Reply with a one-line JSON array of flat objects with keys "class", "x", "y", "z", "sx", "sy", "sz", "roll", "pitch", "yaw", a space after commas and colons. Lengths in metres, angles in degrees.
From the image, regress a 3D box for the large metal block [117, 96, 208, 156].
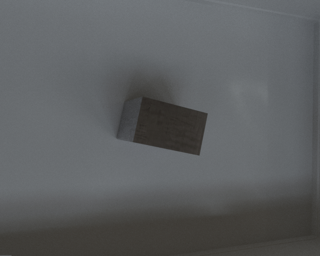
[{"class": "large metal block", "x": -0.001, "y": -0.001, "z": 0.380, "sx": 0.081, "sy": 0.080, "sz": 0.050, "roll": 13, "pitch": 86, "yaw": -20}]
